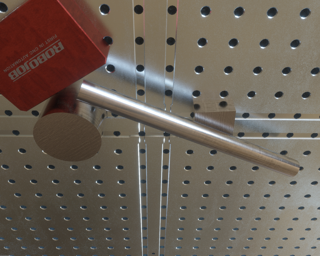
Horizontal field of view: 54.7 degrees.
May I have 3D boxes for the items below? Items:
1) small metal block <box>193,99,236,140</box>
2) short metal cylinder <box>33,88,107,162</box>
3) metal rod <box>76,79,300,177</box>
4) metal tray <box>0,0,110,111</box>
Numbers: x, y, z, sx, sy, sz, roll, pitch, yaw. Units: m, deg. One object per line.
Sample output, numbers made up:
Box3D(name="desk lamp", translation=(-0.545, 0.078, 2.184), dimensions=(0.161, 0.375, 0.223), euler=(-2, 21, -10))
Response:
Box3D(name="small metal block", translation=(0.069, -0.009, 0.405), dimensions=(0.050, 0.025, 0.050), euler=(-3, 130, 1))
Box3D(name="short metal cylinder", translation=(-0.111, -0.003, 0.391), dimensions=(0.081, 0.050, 0.079), euler=(0, 130, 0))
Box3D(name="metal rod", translation=(0.048, 0.007, 0.385), dimensions=(0.302, 0.025, 0.025), euler=(20, 127, -17))
Box3D(name="metal tray", translation=(-0.133, -0.082, 0.337), dimensions=(0.130, 0.030, 0.090), euler=(-26, 126, 20))
